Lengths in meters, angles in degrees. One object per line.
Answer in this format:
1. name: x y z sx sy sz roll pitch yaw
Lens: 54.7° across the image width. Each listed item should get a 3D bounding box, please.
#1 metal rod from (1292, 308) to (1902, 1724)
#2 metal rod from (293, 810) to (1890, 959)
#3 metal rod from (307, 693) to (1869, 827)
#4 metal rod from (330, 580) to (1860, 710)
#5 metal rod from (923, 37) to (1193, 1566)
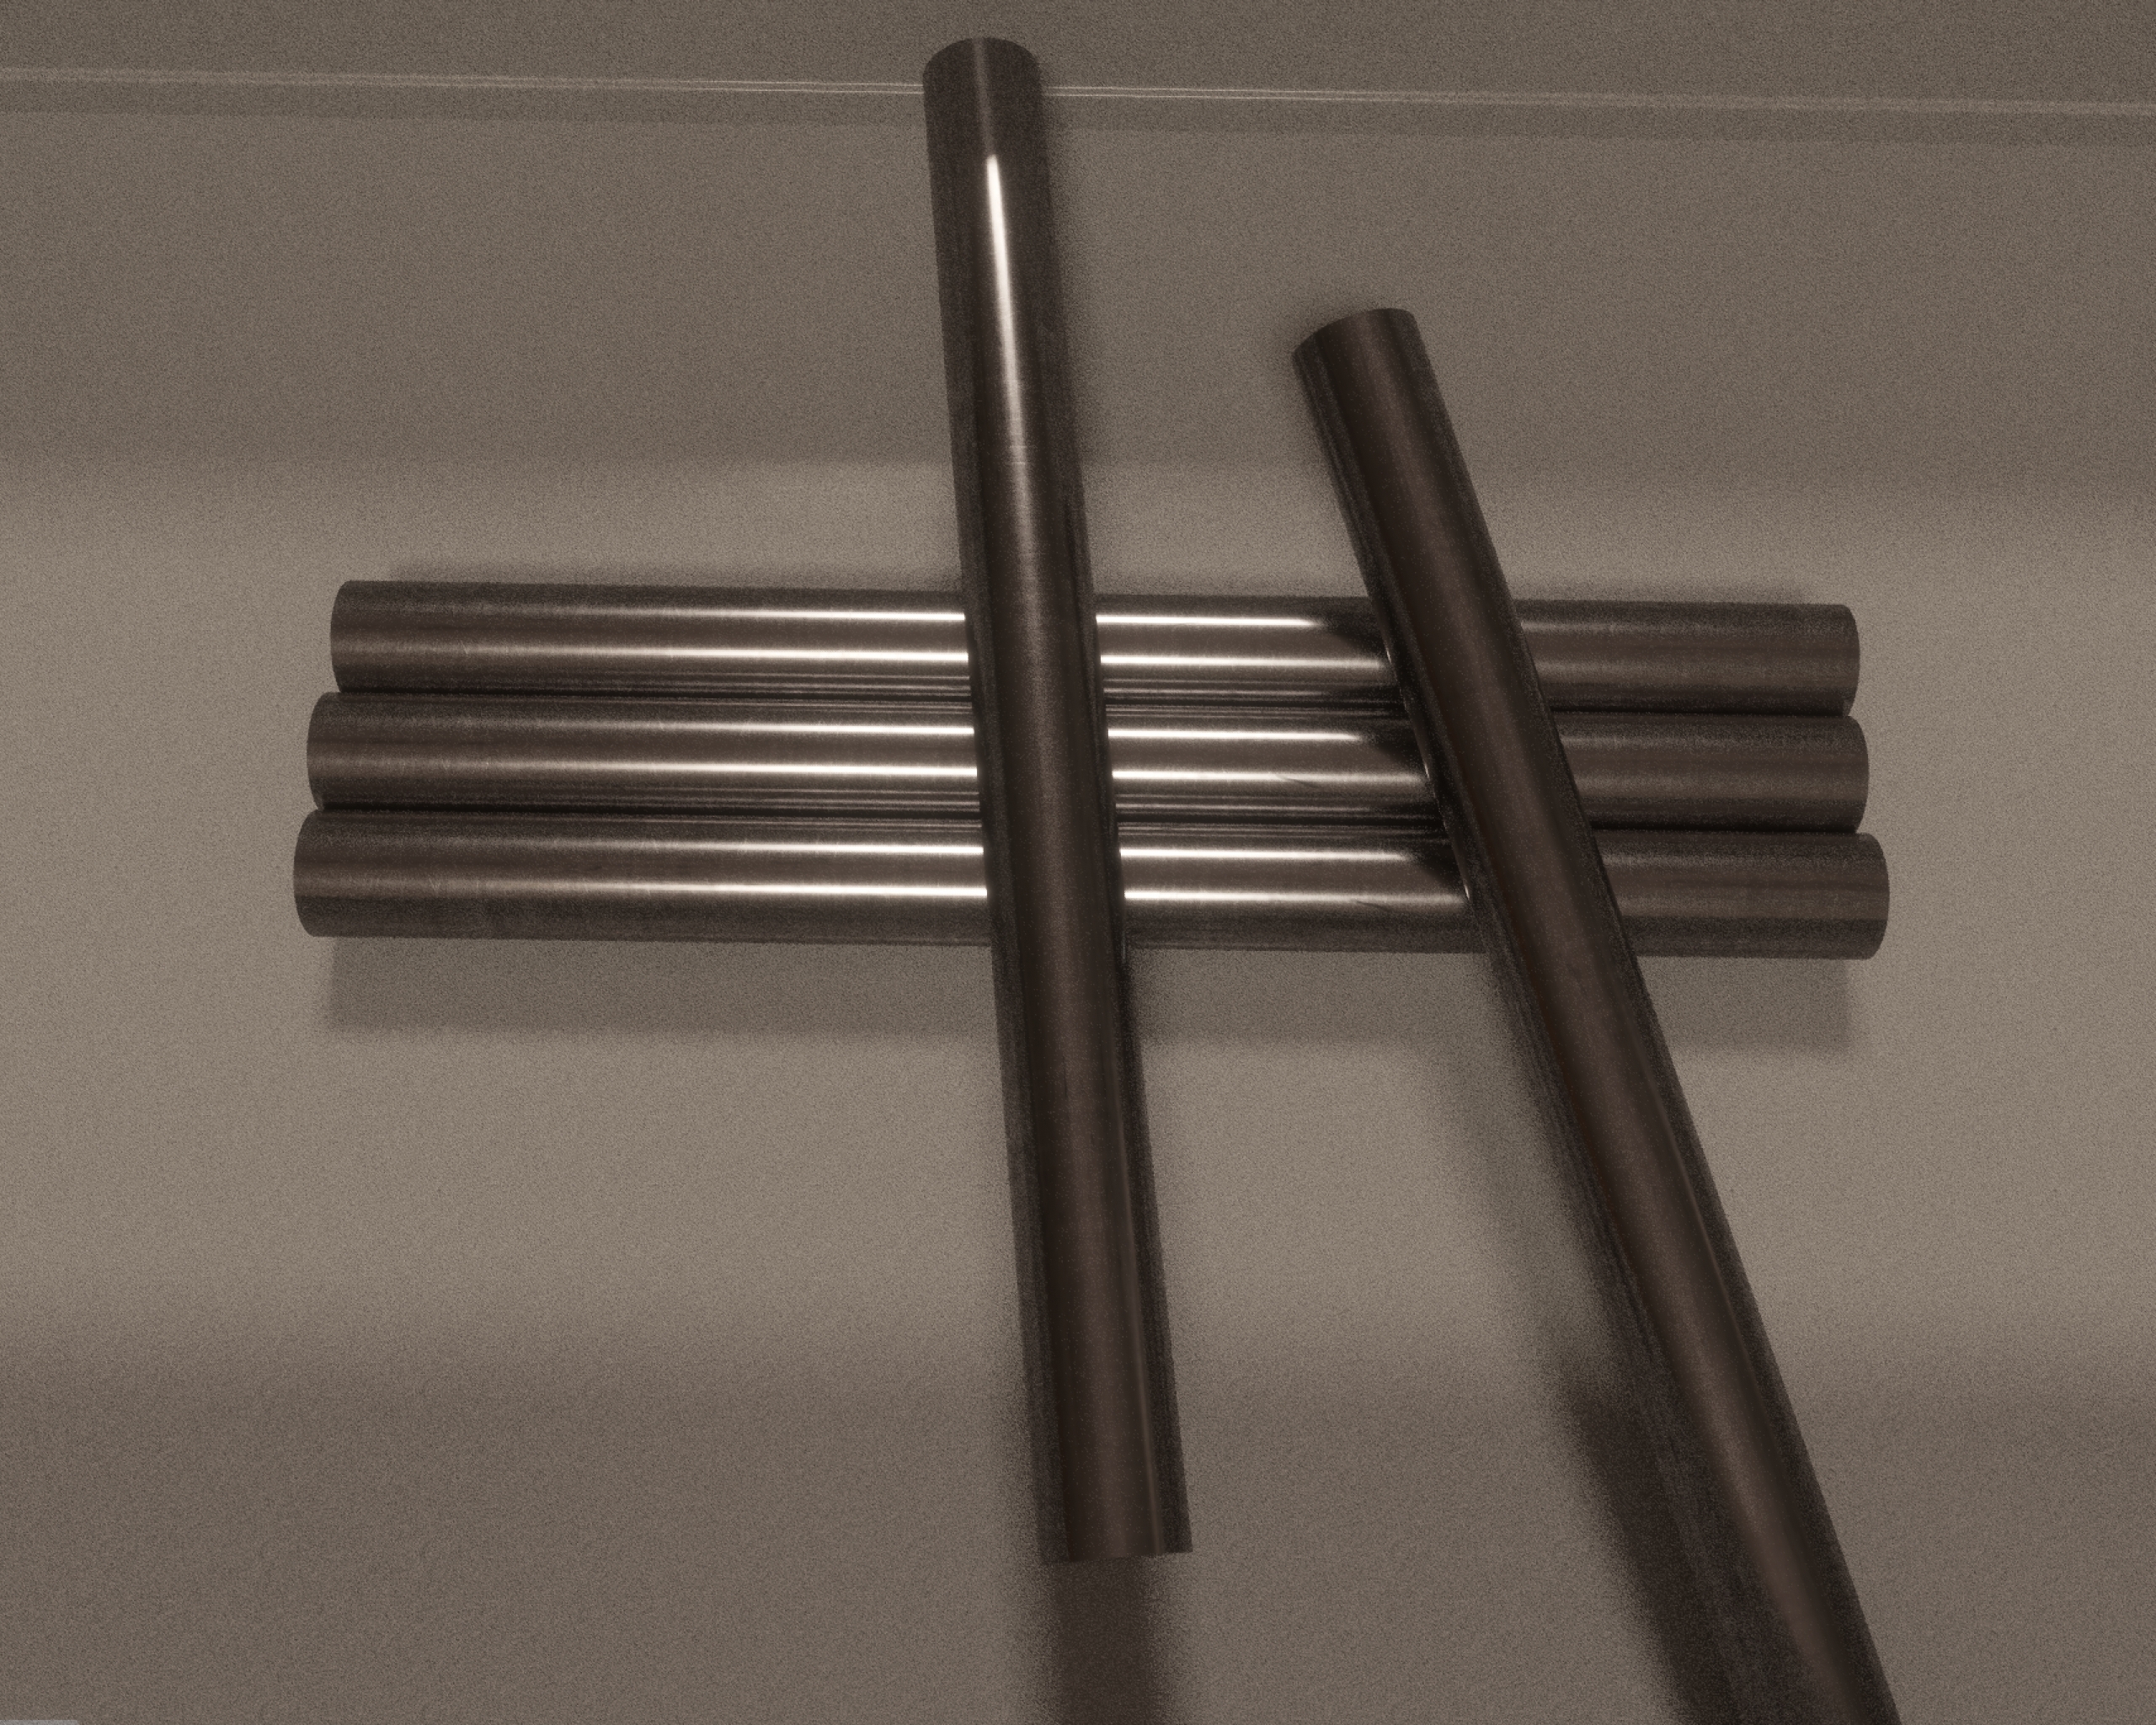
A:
1. metal rod: 0.094 0.039 0.374 0.025 0.025 0.299 -15 78 -6
2. metal rod: 0.003 0.004 0.407 0.302 0.025 0.025 1 70 0
3. metal rod: 0.002 -0.019 0.415 0.302 0.025 0.025 1 70 0
4. metal rod: 0.004 -0.042 0.424 0.302 0.025 0.025 1 70 0
5. metal rod: -0.007 -0.026 0.391 0.025 0.025 0.299 -5 70 -2
